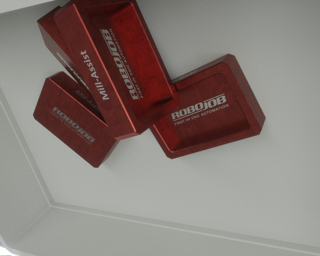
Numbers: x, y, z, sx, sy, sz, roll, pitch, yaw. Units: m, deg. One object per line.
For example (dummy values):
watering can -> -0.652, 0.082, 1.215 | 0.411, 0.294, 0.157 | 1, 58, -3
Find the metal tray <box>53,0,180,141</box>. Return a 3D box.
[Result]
metal tray -> -0.036, -0.064, 0.311 | 0.030, 0.091, 0.129 | -16, 104, 37

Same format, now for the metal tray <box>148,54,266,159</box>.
metal tray -> 0.045, -0.020, 0.369 | 0.130, 0.030, 0.090 | -20, 108, 35

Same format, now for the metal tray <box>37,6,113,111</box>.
metal tray -> -0.087, -0.071, 0.375 | 0.130, 0.030, 0.090 | 49, 167, -7

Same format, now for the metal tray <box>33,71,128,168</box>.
metal tray -> -0.121, -0.010, 0.463 | 0.130, 0.030, 0.089 | 39, 129, 1
